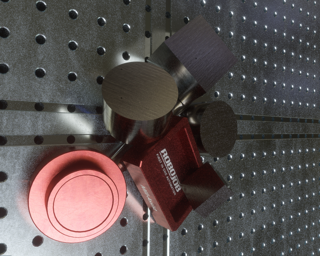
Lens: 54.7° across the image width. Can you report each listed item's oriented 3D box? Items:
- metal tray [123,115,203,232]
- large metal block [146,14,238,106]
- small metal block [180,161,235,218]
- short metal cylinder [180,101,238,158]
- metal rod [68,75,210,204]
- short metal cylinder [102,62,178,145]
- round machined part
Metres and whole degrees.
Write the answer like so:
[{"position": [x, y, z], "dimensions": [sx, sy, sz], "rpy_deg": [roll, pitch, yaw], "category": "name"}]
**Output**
[{"position": [0.015, 0.058, 0.400], "dimensions": [0.090, 0.030, 0.129], "rpy_deg": [-45, 130, -30], "category": "metal tray"}, {"position": [0.044, -0.090, 0.414], "dimensions": [0.080, 0.050, 0.080], "rpy_deg": [49, 59, -6], "category": "large metal block"}, {"position": [0.061, 0.080, 0.406], "dimensions": [0.050, 0.050, 0.025], "rpy_deg": [-42, 124, 8], "category": "small metal block"}, {"position": [0.067, 0.002, 0.448], "dimensions": [0.081, 0.050, 0.079], "rpy_deg": [0, 90, -40], "category": "short metal cylinder"}, {"position": [0.000, -0.009, 0.412], "dimensions": [0.301, 0.025, 0.025], "rpy_deg": [-45, 117, -30], "category": "metal rod"}, {"position": [-0.024, -0.028, 0.346], "dimensions": [0.081, 0.050, 0.080], "rpy_deg": [5, 57, -7], "category": "short metal cylinder"}, {"position": [-0.081, 0.070, 0.314], "dimensions": [0.099, 0.042, 0.097], "rpy_deg": [-3, 97, -24], "category": "round machined part"}]
